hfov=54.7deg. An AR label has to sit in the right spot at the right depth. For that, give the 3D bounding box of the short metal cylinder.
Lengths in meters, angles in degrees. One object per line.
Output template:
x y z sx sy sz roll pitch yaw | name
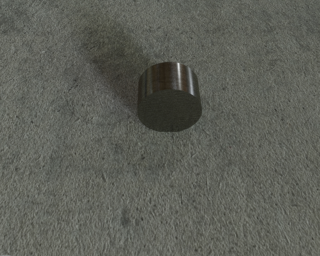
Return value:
0.012 -0.038 0.402 0.081 0.080 0.050 -1 50 -1 | short metal cylinder
